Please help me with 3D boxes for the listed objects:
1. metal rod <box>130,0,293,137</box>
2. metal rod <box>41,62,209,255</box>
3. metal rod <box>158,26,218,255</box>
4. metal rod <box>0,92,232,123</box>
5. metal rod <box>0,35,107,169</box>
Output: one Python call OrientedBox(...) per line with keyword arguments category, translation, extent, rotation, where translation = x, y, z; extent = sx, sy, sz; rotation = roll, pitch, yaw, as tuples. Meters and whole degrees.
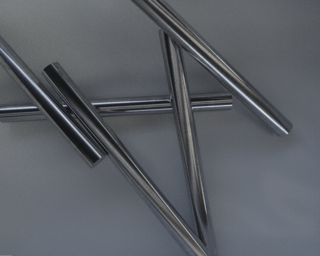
OrientedBox(category="metal rod", translation=(0.054, -0.086, 0.365), extent=(0.301, 0.025, 0.025), rotation=(38, 90, -19))
OrientedBox(category="metal rod", translation=(-0.042, 0.043, 0.385), extent=(0.025, 0.025, 0.300), rotation=(-39, 91, 0))
OrientedBox(category="metal rod", translation=(0.037, 0.026, 0.393), extent=(0.025, 0.025, 0.298), rotation=(-11, 97, 0))
OrientedBox(category="metal rod", translation=(-0.057, -0.028, 0.410), extent=(0.302, 0.025, 0.025), rotation=(-3, 90, 0))
OrientedBox(category="metal rod", translation=(-0.175, -0.068, 0.391), extent=(0.025, 0.025, 0.300), rotation=(-43, 83, 0))
